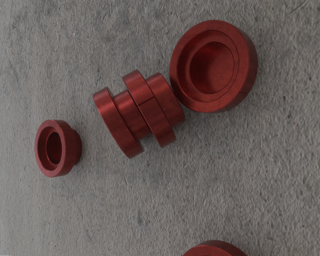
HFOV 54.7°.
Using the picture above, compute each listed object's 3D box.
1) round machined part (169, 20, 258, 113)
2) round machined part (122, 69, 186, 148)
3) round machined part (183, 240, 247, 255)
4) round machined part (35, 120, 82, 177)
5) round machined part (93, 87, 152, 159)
[{"bbox_3d":[0.062,-0.065,0.343,0.098,0.042,0.097,0,90,40],"label":"round machined part"},{"bbox_3d":[-0.004,-0.028,0.373,0.042,0.098,0.098,-29,68,-2],"label":"round machined part"},{"bbox_3d":[0.069,0.172,0.337,0.098,0.042,0.097,0,90,40],"label":"round machined part"},{"bbox_3d":[-0.173,0.034,0.537,0.098,0.042,0.097,0,90,40],"label":"round machined part"},{"bbox_3d":[-0.044,-0.012,0.407,0.042,0.098,0.098,-30,67,-1],"label":"round machined part"}]
